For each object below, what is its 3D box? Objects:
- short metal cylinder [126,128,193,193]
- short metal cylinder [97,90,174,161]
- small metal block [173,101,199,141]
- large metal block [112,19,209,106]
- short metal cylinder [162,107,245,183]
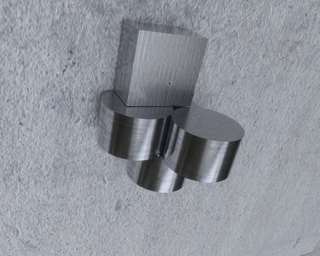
[{"bbox_3d":[0.001,0.037,0.397,0.081,0.080,0.050,-1,119,-28],"label":"short metal cylinder"},{"bbox_3d":[-0.029,-0.006,0.354,0.081,0.080,0.050,-2,120,-28],"label":"short metal cylinder"},{"bbox_3d":[0.022,-0.015,0.398,0.025,0.050,0.050,1,118,-29],"label":"small metal block"},{"bbox_3d":[-0.002,-0.071,0.348,0.081,0.050,0.079,-2,119,-28],"label":"large metal block"},{"bbox_3d":[0.047,0.016,0.344,0.081,0.080,0.050,-2,120,-28],"label":"short metal cylinder"}]
